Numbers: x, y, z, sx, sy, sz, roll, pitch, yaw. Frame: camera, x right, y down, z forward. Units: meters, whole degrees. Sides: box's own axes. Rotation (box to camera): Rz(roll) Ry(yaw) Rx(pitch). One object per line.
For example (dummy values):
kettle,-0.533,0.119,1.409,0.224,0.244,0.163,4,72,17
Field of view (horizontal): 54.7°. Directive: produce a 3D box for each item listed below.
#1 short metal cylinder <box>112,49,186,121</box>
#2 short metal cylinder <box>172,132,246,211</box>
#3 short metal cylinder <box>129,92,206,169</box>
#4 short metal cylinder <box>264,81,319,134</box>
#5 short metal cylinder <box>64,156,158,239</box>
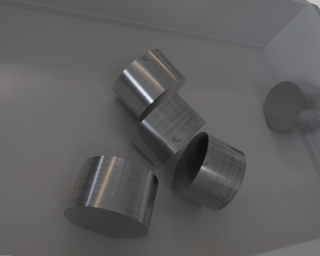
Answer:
short metal cylinder,-0.013,-0.054,0.396,0.050,0.080,0.080,48,51,5
short metal cylinder,0.057,0.051,0.369,0.050,0.080,0.080,27,52,-12
short metal cylinder,0.009,0.003,0.373,0.050,0.080,0.080,45,51,3
short metal cylinder,0.219,-0.033,0.508,0.050,0.080,0.080,8,59,-25
short metal cylinder,-0.046,0.070,0.303,0.080,0.080,0.050,23,53,-15
